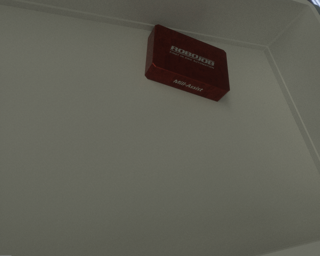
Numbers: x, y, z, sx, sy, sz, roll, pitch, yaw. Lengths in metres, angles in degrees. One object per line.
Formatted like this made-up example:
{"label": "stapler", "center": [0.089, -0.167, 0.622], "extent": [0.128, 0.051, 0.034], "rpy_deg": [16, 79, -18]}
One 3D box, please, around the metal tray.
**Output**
{"label": "metal tray", "center": [0.044, -0.102, 0.488], "extent": [0.131, 0.030, 0.090], "rpy_deg": [15, 55, -20]}
